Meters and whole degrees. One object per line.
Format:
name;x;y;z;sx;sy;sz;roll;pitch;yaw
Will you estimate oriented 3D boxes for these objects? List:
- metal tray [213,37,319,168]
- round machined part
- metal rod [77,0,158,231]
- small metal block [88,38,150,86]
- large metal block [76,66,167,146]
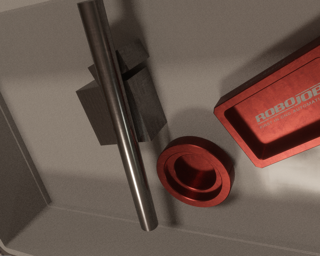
metal tray;0.134;-0.020;0.321;0.130;0.030;0.090;-33;101;38
round machined part;0.049;0.052;0.403;0.098;0.042;0.097;13;124;20
metal rod;-0.041;0.007;0.368;0.025;0.025;0.298;3;121;26
small metal block;-0.048;-0.078;0.368;0.050;0.050;0.025;-20;108;35
large metal block;-0.048;-0.027;0.400;0.080;0.050;0.080;-6;116;31
